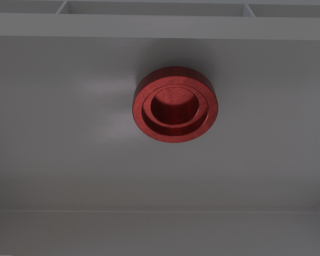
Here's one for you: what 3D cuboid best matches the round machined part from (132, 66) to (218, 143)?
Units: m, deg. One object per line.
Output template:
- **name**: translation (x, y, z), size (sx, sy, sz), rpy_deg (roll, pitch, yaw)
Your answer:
- **round machined part**: translation (0.018, -0.031, 0.371), size (0.099, 0.042, 0.097), rpy_deg (0, 130, 0)
